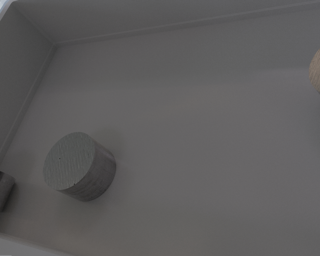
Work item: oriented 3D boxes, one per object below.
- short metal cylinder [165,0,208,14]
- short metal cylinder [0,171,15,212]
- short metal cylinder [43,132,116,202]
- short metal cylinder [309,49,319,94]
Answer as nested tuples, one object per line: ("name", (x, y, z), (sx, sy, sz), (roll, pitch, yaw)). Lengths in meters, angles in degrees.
("short metal cylinder", (0.040, -0.239, 0.518), (0.080, 0.050, 0.080), (-13, 56, 21))
("short metal cylinder", (-0.264, 0.088, 0.456), (0.080, 0.080, 0.050), (-1, 62, 28))
("short metal cylinder", (-0.106, 0.052, 0.414), (0.080, 0.050, 0.080), (-13, 56, 21))
("short metal cylinder", (0.197, -0.052, 0.303), (0.080, 0.050, 0.080), (-30, 44, 34))
